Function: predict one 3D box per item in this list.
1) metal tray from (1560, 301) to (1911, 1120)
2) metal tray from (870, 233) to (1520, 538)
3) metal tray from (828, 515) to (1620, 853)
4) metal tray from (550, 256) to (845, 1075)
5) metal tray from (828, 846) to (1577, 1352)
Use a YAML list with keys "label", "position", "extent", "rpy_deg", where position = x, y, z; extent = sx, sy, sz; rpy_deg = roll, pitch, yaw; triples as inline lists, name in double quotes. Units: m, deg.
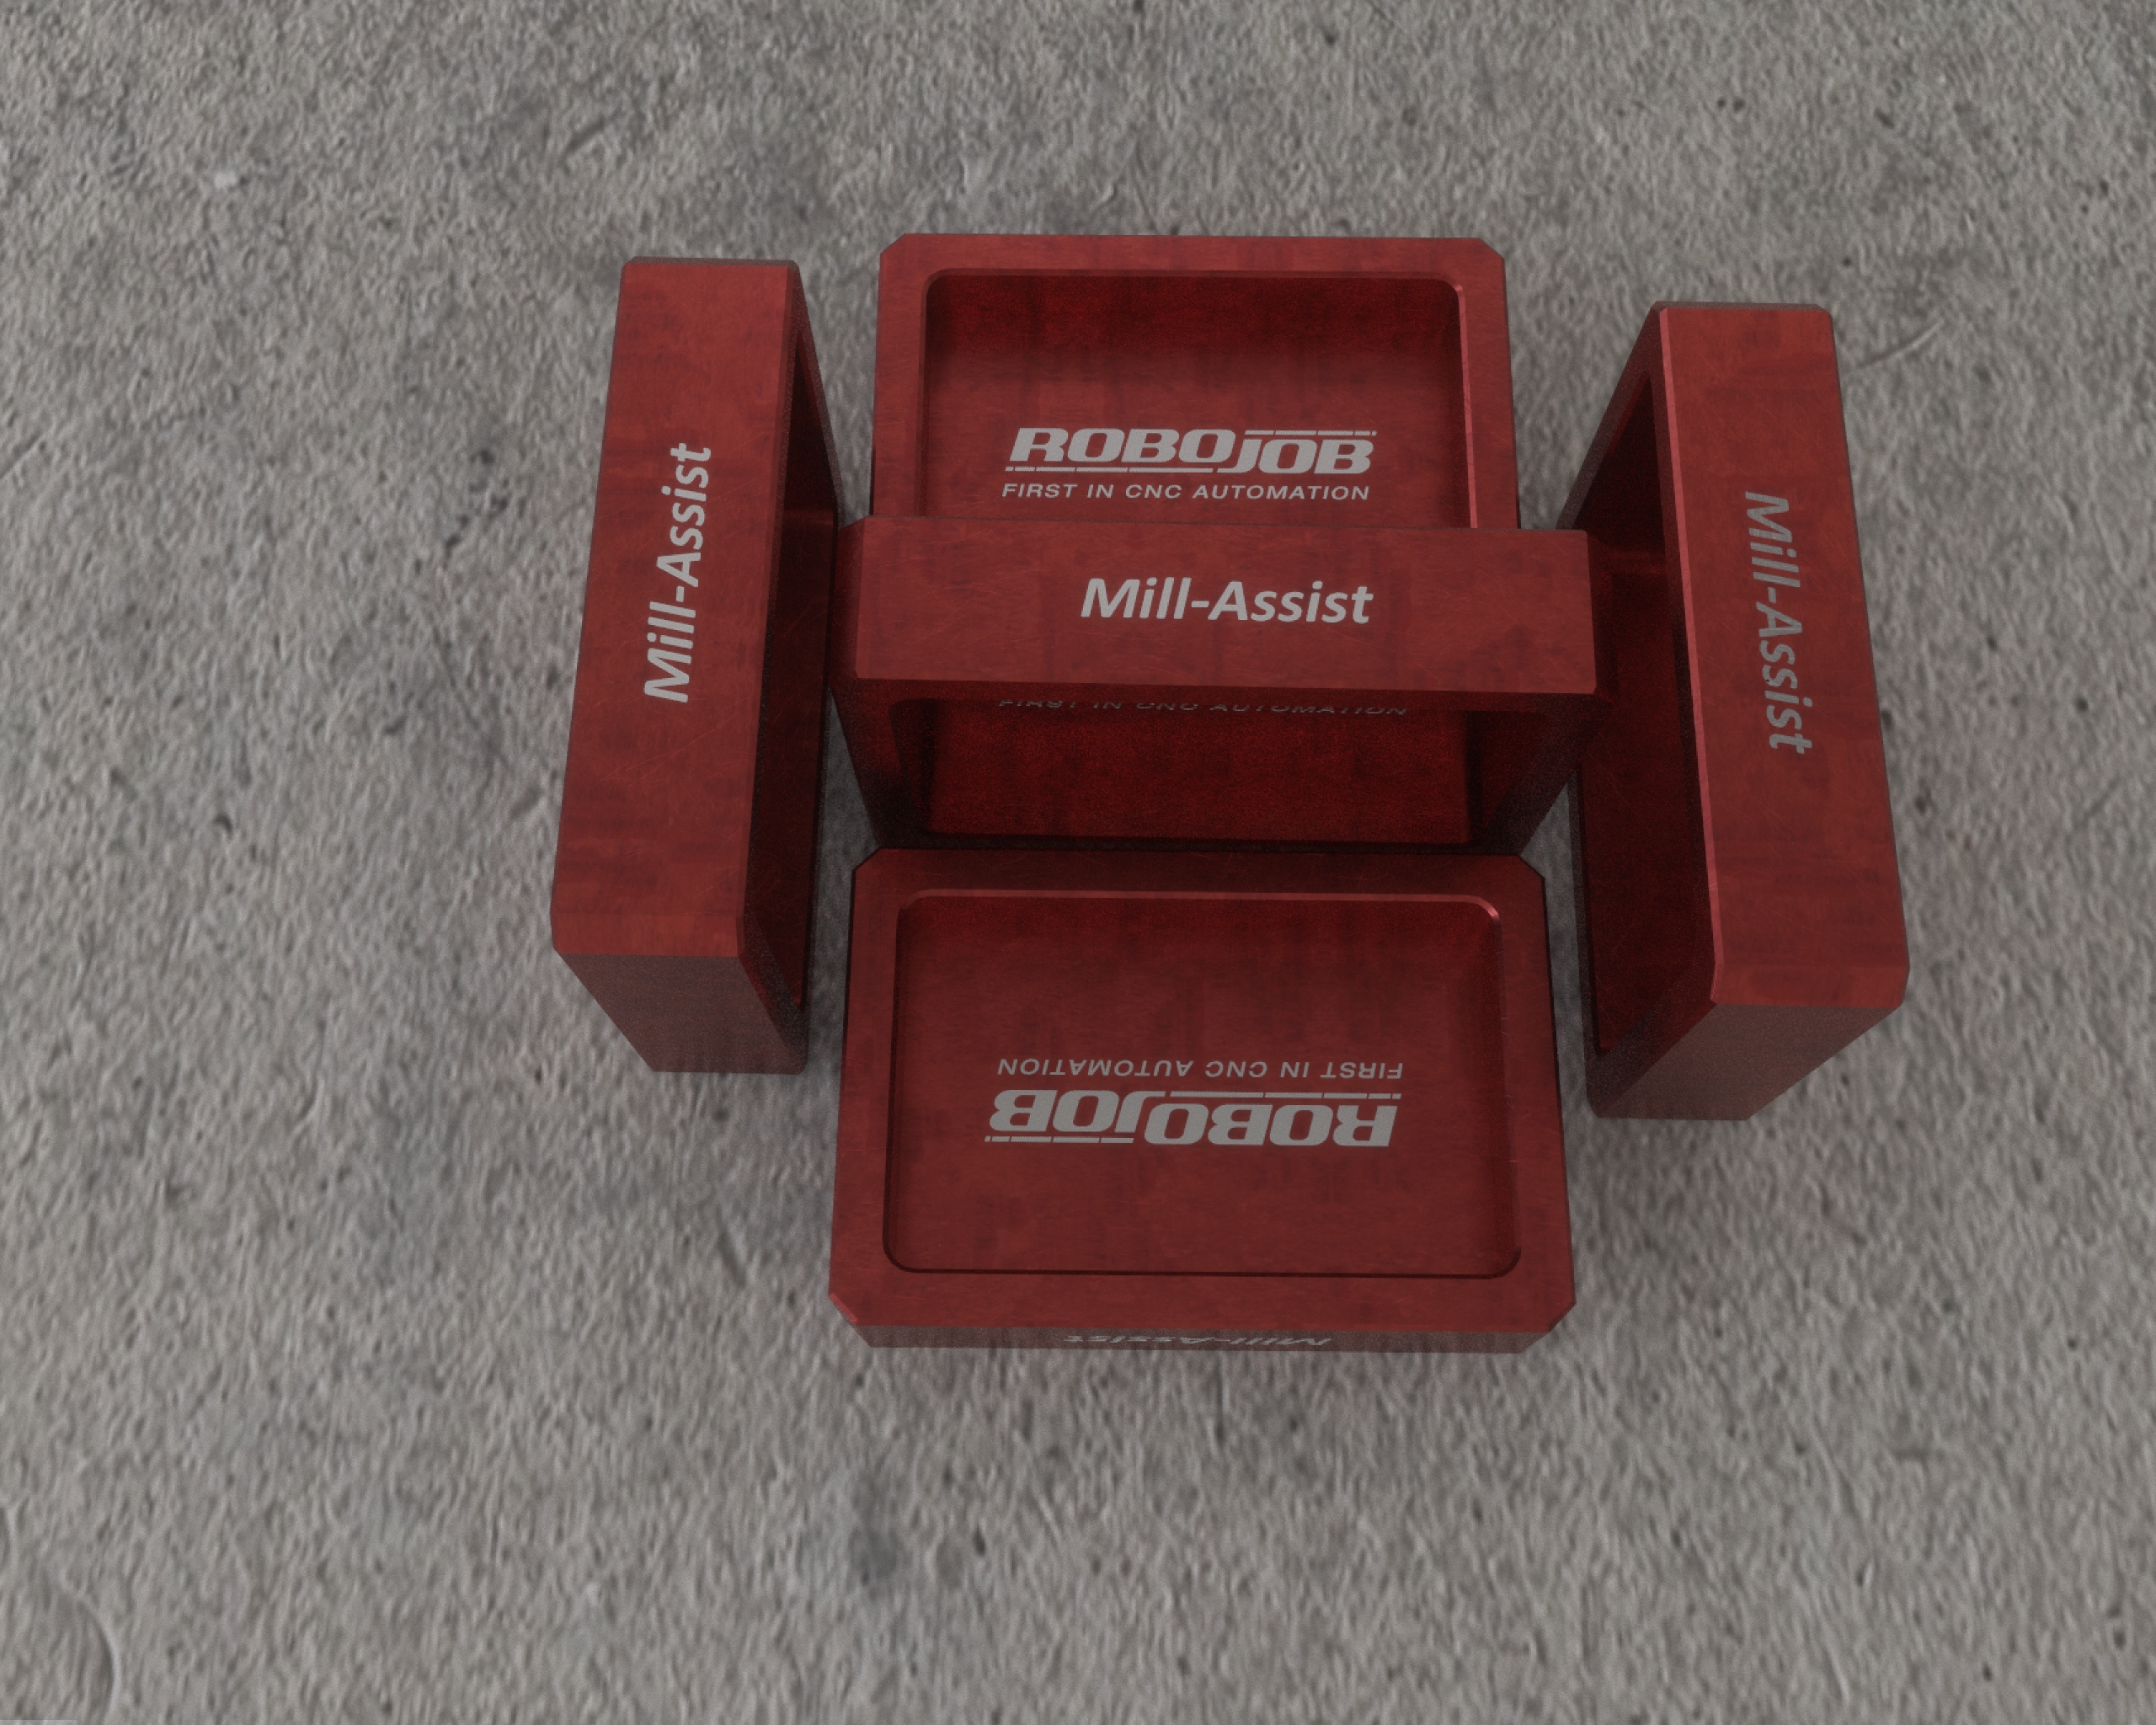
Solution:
- label: "metal tray"
  position: [0.115, -0.025, 0.384]
  extent: [0.030, 0.090, 0.130]
  rpy_deg: [1, 70, 1]
- label: "metal tray"
  position: [0.024, -0.085, 0.438]
  extent: [0.131, 0.030, 0.090]
  rpy_deg: [0, 73, 0]
- label: "metal tray"
  position: [0.025, -0.029, 0.387]
  extent: [0.131, 0.090, 0.030]
  rpy_deg: [1, 72, 0]
- label: "metal tray"
  position: [-0.066, -0.033, 0.387]
  extent: [0.030, 0.090, 0.130]
  rpy_deg: [1, 71, 0]
- label: "metal tray"
  position: [0.022, 0.044, 0.392]
  extent: [0.131, 0.030, 0.090]
  rpy_deg: [1, 69, 0]
